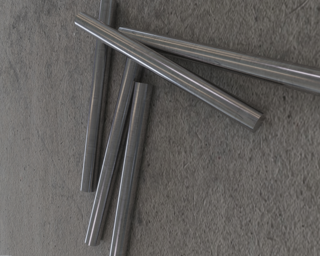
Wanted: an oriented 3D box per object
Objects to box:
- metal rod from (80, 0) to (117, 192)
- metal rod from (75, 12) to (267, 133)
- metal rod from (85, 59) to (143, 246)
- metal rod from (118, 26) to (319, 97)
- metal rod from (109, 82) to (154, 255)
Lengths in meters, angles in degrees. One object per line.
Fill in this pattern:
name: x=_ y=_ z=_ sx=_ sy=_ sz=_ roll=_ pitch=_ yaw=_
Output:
metal rod: x=-0.096 y=-0.047 z=0.484 sx=0.025 sy=0.025 sz=0.298 roll=13 pitch=98 yaw=39
metal rod: x=-0.006 y=-0.082 z=0.388 sx=0.300 sy=0.025 sz=0.025 roll=35 pitch=112 yaw=27
metal rod: x=-0.070 y=0.040 z=0.462 sx=0.025 sy=0.025 sz=0.298 roll=24 pitch=105 yaw=37
metal rod: x=0.055 y=-0.084 z=0.359 sx=0.300 sy=0.025 sz=0.025 roll=25 pitch=106 yaw=37
metal rod: x=-0.045 y=0.085 z=0.442 sx=0.025 sy=0.025 sz=0.298 roll=16 pitch=100 yaw=39
